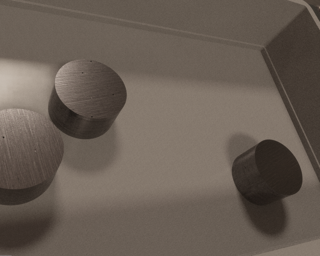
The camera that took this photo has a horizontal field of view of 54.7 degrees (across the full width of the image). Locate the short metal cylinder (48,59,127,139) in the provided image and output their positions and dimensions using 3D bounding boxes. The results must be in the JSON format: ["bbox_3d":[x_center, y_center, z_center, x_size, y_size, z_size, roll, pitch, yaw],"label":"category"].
[{"bbox_3d":[-0.086,-0.033,0.365,0.081,0.050,0.080,14,56,-21],"label":"short metal cylinder"}]

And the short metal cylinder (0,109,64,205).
[{"bbox_3d":[-0.139,0.028,0.298,0.081,0.050,0.080,14,56,-21],"label":"short metal cylinder"}]

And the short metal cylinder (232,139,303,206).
[{"bbox_3d":[0.149,0.063,0.434,0.081,0.050,0.080,14,56,-21],"label":"short metal cylinder"}]
